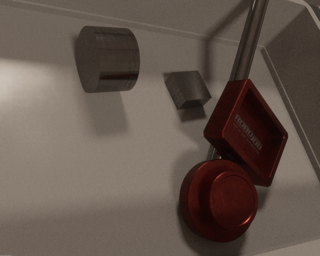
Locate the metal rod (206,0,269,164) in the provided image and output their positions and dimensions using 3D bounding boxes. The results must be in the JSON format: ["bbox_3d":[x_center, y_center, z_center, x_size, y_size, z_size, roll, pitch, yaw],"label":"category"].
[{"bbox_3d":[0.113,-0.074,0.444,0.025,0.025,0.299,22,75,-15],"label":"metal rod"}]

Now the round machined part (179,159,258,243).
[{"bbox_3d":[0.076,0.085,0.368,0.099,0.042,0.098,5,78,-23],"label":"round machined part"}]

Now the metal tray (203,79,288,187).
[{"bbox_3d":[0.120,0.009,0.413,0.130,0.030,0.090,43,64,-33],"label":"metal tray"}]

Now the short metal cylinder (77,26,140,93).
[{"bbox_3d":[-0.067,-0.085,0.387,0.050,0.080,0.080,-8,66,-32],"label":"short metal cylinder"}]

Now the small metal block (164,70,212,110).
[{"bbox_3d":[0.042,-0.058,0.465,0.050,0.025,0.050,-11,67,-33],"label":"small metal block"}]
